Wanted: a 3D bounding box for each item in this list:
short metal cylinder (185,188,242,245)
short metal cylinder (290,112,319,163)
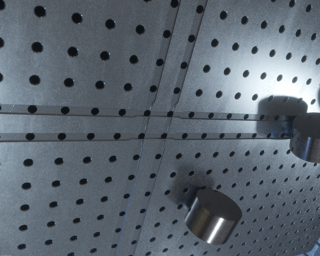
[{"bbox_3d":[0.088,0.145,0.513,0.081,0.080,0.050,10,113,-33],"label":"short metal cylinder"},{"bbox_3d":[0.268,0.015,0.532,0.081,0.080,0.050,-20,126,-17],"label":"short metal cylinder"}]
